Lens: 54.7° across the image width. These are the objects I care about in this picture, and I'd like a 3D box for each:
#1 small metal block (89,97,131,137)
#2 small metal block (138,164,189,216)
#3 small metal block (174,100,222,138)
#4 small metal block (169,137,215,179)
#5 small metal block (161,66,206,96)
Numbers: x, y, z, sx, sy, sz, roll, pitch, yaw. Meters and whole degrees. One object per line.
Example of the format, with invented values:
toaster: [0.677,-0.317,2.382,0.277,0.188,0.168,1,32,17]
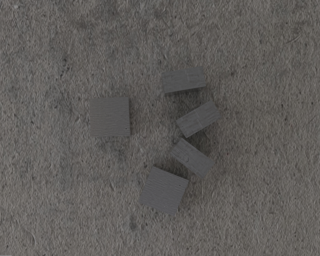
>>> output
small metal block: [-0.065,-0.014,0.409,0.050,0.025,0.050,-2,90,0]
small metal block: [0.005,0.081,0.410,0.050,0.025,0.050,22,90,0]
small metal block: [0.047,-0.011,0.398,0.050,0.050,0.025,-30,90,0]
small metal block: [0.039,0.036,0.398,0.050,0.050,0.025,37,90,0]
small metal block: [0.029,-0.059,0.398,0.050,0.050,0.025,-10,90,0]
